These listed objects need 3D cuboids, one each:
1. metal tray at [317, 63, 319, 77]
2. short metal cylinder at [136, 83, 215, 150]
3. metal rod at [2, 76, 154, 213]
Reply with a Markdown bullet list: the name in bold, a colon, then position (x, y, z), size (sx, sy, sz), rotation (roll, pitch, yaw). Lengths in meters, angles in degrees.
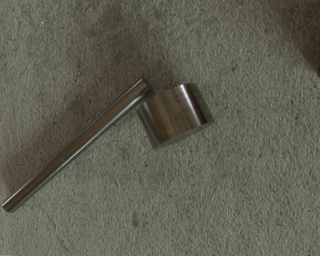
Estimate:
- **metal tray**: position (0.191, -0.119, 0.306), size (0.030, 0.090, 0.129), rotation (12, 94, 20)
- **short metal cylinder**: position (0.019, -0.013, 0.373), size (0.080, 0.080, 0.050), rotation (-27, 81, 18)
- **metal rod**: position (-0.128, 0.032, 0.454), size (0.300, 0.025, 0.025), rotation (-40, 78, 15)
